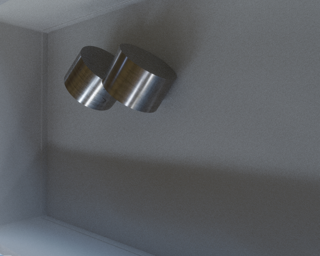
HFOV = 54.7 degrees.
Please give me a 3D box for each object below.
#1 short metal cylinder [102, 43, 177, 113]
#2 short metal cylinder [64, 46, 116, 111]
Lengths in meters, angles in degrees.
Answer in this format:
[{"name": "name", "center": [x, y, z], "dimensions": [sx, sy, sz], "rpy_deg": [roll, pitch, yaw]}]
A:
[{"name": "short metal cylinder", "center": [-0.026, -0.063, 0.392], "dimensions": [0.080, 0.081, 0.050], "rpy_deg": [48, 118, 29]}, {"name": "short metal cylinder", "center": [-0.089, -0.071, 0.444], "dimensions": [0.050, 0.081, 0.080], "rpy_deg": [-47, 62, 30]}]
